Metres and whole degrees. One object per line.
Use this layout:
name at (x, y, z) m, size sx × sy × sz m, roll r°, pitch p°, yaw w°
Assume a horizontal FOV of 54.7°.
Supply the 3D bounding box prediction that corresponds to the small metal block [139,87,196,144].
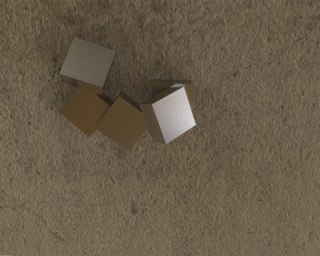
small metal block at (0.010, -0.016, 0.365) m, size 0.050 × 0.025 × 0.050 m, roll -32°, pitch 113°, yaw -31°

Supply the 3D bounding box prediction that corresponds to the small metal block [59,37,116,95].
small metal block at (-0.085, -0.073, 0.370) m, size 0.050 × 0.025 × 0.050 m, roll 18°, pitch 72°, yaw -7°

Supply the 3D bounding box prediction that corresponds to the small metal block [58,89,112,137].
small metal block at (-0.092, -0.025, 0.400) m, size 0.050 × 0.025 × 0.050 m, roll -43°, pitch 105°, yaw 14°

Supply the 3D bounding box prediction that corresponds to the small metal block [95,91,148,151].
small metal block at (-0.043, -0.008, 0.379) m, size 0.050 × 0.025 × 0.050 m, roll 36°, pitch 106°, yaw -13°

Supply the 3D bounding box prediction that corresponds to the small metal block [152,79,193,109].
small metal block at (0.015, -0.035, 0.398) m, size 0.050 × 0.025 × 0.050 m, roll 2°, pitch 110°, yaw -1°
